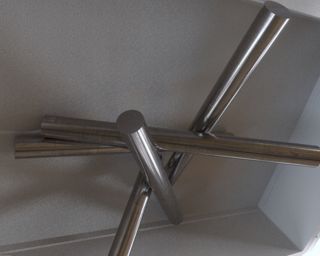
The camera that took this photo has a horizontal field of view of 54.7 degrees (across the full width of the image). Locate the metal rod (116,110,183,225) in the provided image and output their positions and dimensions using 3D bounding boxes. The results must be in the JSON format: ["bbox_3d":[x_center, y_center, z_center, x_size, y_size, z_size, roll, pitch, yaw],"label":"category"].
[{"bbox_3d":[0.000,0.072,0.392,0.025,0.025,0.299,-31,148,-8],"label":"metal rod"}]

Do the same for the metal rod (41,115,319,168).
[{"bbox_3d":[0.024,0.015,0.343,0.302,0.025,0.025,7,119,-1],"label":"metal rod"}]

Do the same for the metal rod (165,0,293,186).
[{"bbox_3d":[0.050,-0.004,0.358,0.025,0.025,0.298,-5,145,-26],"label":"metal rod"}]

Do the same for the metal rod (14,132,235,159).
[{"bbox_3d":[-0.024,0.020,0.407,0.303,0.025,0.025,0,119,-28],"label":"metal rod"}]

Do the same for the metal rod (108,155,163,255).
[{"bbox_3d":[-0.054,0.167,0.371,0.025,0.025,0.300,41,59,-39],"label":"metal rod"}]
